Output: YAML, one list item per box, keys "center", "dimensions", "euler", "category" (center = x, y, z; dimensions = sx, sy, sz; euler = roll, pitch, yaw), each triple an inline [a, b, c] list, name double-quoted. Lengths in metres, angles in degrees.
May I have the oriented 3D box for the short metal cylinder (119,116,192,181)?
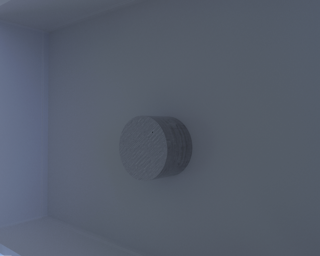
- center: [-0.006, 0.025, 0.397]
  dimensions: [0.080, 0.050, 0.080]
  euler: [0, 90, 40]
  category: "short metal cylinder"
